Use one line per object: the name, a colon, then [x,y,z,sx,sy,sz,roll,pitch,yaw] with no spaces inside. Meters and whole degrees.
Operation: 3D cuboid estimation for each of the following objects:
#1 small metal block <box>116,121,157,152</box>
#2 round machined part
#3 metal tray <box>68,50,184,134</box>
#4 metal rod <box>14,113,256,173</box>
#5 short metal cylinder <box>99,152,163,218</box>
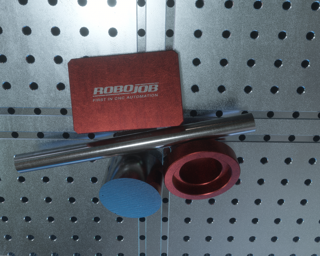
small metal block: [-0.036,0.015,0.427,0.050,0.025,0.050,17,109,-7]
round machined part: [0.053,0.049,0.411,0.099,0.042,0.097,-3,132,-3]
metal tray: [-0.040,-0.043,0.380,0.131,0.030,0.089,-5,92,0]
metal rod: [-0.033,0.020,0.393,0.302,0.025,0.025,-10,110,3]
short metal cylinder: [-0.036,0.076,0.415,0.080,0.050,0.079,3,129,4]
